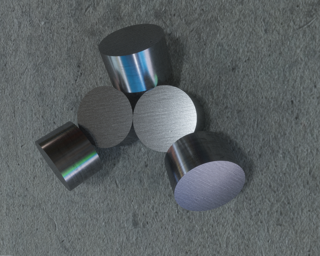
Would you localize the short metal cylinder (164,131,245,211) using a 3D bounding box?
[{"bbox_3d":[0.050,0.050,0.357,0.080,0.080,0.050,-39,36,16],"label":"short metal cylinder"}]

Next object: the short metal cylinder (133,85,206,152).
[{"bbox_3d":[0.013,-0.011,0.392,0.080,0.050,0.080,0,90,20],"label":"short metal cylinder"}]

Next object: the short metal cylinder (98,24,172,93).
[{"bbox_3d":[-0.029,-0.088,0.385,0.080,0.080,0.050,2,133,20],"label":"short metal cylinder"}]

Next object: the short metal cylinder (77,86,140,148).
[{"bbox_3d":[-0.063,-0.014,0.419,0.080,0.050,0.080,0,90,20],"label":"short metal cylinder"}]

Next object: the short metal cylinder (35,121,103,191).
[{"bbox_3d":[-0.123,0.038,0.418,0.050,0.080,0.080,-36,75,-24],"label":"short metal cylinder"}]
